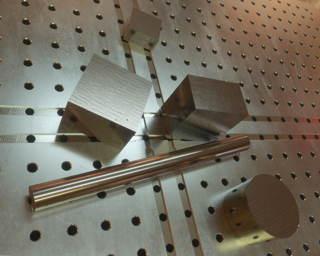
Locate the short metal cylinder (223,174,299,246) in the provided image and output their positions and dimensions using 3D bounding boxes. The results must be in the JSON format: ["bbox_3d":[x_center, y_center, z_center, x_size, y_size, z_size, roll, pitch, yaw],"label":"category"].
[{"bbox_3d":[0.129,0.106,0.399,0.081,0.050,0.080,14,56,-21],"label":"short metal cylinder"}]

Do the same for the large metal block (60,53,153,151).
[{"bbox_3d":[-0.063,-0.031,0.378,0.080,0.050,0.080,25,53,-13],"label":"large metal block"}]

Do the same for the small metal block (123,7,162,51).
[{"bbox_3d":[-0.027,-0.156,0.491,0.050,0.025,0.050,18,54,-18],"label":"small metal block"}]

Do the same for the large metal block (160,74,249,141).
[{"bbox_3d":[0.057,-0.023,0.419,0.081,0.080,0.050,5,60,-26],"label":"large metal block"}]

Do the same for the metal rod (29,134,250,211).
[{"bbox_3d":[0.001,0.045,0.382,0.303,0.025,0.025,-11,67,-33],"label":"metal rod"}]
